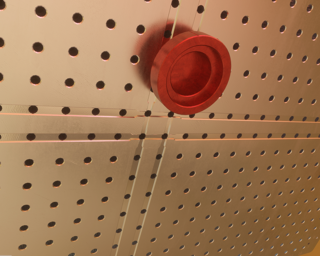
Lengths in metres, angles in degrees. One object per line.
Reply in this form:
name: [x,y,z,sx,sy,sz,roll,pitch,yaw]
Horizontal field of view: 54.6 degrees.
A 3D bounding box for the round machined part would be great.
round machined part: [0.033,-0.068,0.375,0.099,0.042,0.097,-14,124,-21]
